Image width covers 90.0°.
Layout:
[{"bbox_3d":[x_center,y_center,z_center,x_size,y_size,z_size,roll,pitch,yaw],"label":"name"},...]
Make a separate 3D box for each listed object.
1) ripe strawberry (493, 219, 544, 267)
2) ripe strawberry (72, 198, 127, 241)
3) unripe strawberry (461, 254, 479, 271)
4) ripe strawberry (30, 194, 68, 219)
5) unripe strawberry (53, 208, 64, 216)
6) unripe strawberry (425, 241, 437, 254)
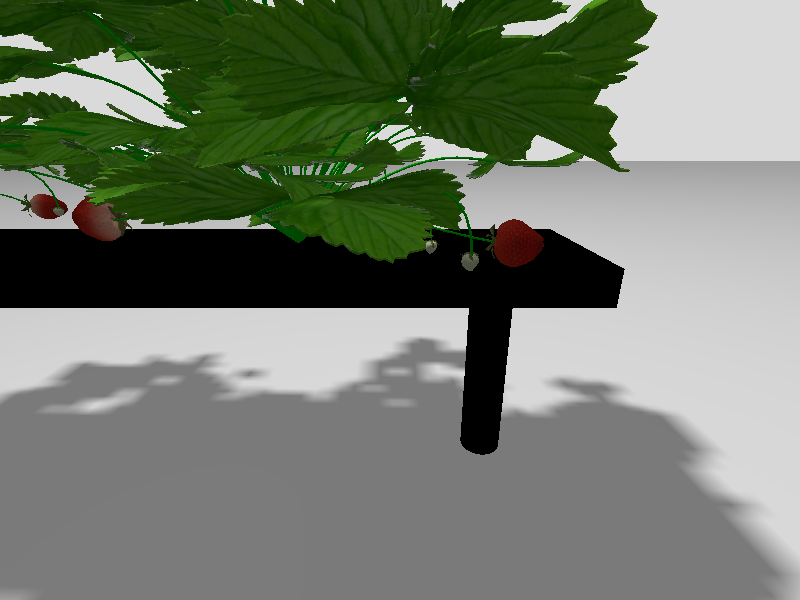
[{"bbox_3d":[0.085,-0.040,0.285,0.034,0.033,0.032,9,22,20],"label":"ripe strawberry"},{"bbox_3d":[-0.275,-0.074,0.364,0.042,0.041,0.039,1,21,5],"label":"ripe strawberry"},{"bbox_3d":[0.046,-0.025,0.262,0.011,0.011,0.011,14,25,33],"label":"unripe strawberry"},{"bbox_3d":[-0.407,-0.108,0.465,0.033,0.028,0.033,-2,16,-44],"label":"ripe strawberry"},{"bbox_3d":[-0.388,-0.100,0.456,0.010,0.010,0.009,-15,25,-34],"label":"unripe strawberry"},{"bbox_3d":[0.024,-0.041,0.315,0.010,0.010,0.011,7,22,18],"label":"unripe strawberry"}]
